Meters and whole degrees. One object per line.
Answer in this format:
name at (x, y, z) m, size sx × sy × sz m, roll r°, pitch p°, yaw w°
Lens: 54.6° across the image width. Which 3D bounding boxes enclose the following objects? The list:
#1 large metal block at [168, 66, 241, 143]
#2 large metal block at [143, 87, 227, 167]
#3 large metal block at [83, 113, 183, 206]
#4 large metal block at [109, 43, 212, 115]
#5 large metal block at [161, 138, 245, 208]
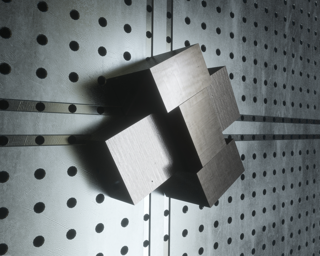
large metal block at (0.062, -0.034, 0.443) m, size 0.080 × 0.050 × 0.080 m, roll -36°, pitch 114°, yaw -34°
large metal block at (0.027, -0.001, 0.395) m, size 0.050 × 0.080 × 0.080 m, roll -36°, pitch 112°, yaw -34°
large metal block at (-0.030, 0.031, 0.368) m, size 0.080 × 0.050 × 0.080 m, roll -33°, pitch 110°, yaw -35°
large metal block at (0.001, -0.057, 0.372) m, size 0.080 × 0.080 × 0.050 m, roll -35°, pitch 111°, yaw -34°
large metal block at (0.052, 0.055, 0.416) m, size 0.080 × 0.080 × 0.050 m, roll -36°, pitch 112°, yaw -35°
